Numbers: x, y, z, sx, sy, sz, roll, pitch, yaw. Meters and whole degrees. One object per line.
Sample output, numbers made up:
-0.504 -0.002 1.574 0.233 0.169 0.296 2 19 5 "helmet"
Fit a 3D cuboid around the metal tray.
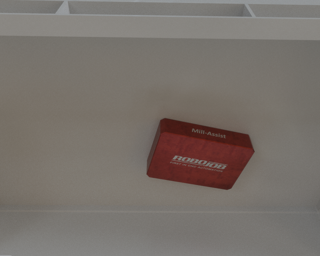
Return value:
0.054 0.040 0.440 0.131 0.030 0.089 11 129 -10 "metal tray"
